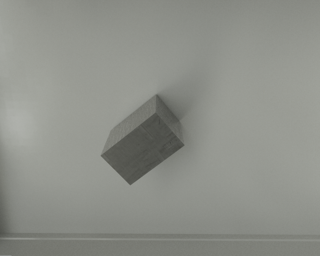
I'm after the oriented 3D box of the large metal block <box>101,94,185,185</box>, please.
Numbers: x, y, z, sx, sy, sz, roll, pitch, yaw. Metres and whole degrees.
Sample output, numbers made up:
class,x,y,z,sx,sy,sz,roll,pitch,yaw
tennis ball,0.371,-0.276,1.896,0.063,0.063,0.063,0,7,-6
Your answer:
class,x,y,z,sx,sy,sz,roll,pitch,yaw
large metal block,-0.020,0.011,0.383,0.080,0.080,0.050,-38,106,12
